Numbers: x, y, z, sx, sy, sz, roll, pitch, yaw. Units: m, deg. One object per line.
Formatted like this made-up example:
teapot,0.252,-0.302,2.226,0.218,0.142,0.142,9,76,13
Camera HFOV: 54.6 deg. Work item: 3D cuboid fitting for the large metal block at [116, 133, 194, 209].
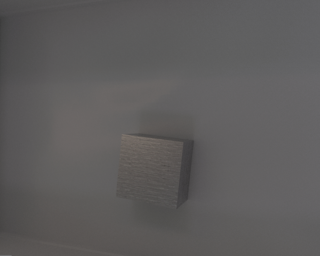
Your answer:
large metal block,-0.006,0.051,0.400,0.080,0.050,0.080,7,92,20
